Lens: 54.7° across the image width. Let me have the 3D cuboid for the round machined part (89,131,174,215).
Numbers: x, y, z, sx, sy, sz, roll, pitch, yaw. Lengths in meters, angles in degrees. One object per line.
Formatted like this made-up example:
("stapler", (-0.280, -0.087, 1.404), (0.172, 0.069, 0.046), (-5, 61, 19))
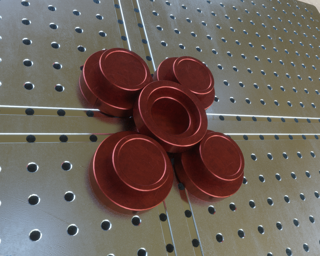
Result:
("round machined part", (-0.028, 0.046, 0.356), (0.099, 0.042, 0.098), (14, 56, -21))

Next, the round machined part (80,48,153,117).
("round machined part", (-0.052, -0.067, 0.410), (0.099, 0.042, 0.098), (14, 56, -21))

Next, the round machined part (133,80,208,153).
("round machined part", (0.010, -0.011, 0.409), (0.099, 0.042, 0.098), (14, 56, -21))

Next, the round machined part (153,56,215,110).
("round machined part", (0.041, -0.068, 0.462), (0.099, 0.042, 0.098), (14, 56, -21))

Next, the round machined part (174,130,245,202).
("round machined part", (0.072, 0.044, 0.410), (0.099, 0.042, 0.098), (14, 56, -21))
